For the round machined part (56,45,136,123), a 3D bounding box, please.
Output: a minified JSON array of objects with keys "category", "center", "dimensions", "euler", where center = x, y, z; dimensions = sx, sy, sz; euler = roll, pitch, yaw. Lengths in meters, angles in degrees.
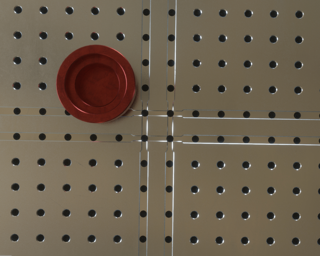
[{"category":"round machined part","center":[-0.079,-0.055,0.404],"dimensions":[0.099,0.042,0.097],"euler":[0,90,0]}]
